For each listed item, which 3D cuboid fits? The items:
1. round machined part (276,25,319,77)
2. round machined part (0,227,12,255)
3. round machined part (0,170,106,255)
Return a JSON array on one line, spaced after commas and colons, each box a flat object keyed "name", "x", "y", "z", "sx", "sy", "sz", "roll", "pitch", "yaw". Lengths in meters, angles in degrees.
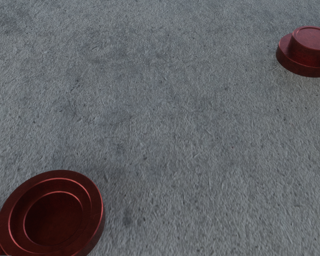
[{"name": "round machined part", "x": 0.244, "y": -0.130, "z": 0.503, "sx": 0.099, "sy": 0.042, "sz": 0.098, "roll": 0, "pitch": 50, "yaw": 0}, {"name": "round machined part", "x": -0.199, "y": 0.116, "z": 0.294, "sx": 0.099, "sy": 0.042, "sz": 0.098, "roll": 0, "pitch": 50, "yaw": 0}, {"name": "round machined part", "x": -0.104, "y": 0.095, "z": 0.312, "sx": 0.099, "sy": 0.042, "sz": 0.098, "roll": 0, "pitch": 50, "yaw": 0}]
